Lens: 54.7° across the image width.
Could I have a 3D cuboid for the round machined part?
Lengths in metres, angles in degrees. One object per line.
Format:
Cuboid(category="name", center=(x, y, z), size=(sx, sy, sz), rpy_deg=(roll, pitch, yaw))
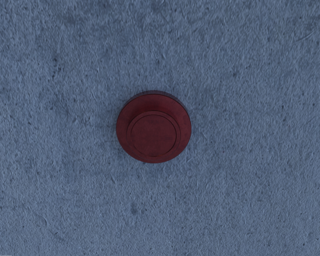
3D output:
Cuboid(category="round machined part", center=(-0.008, 0.003, 0.403), size=(0.099, 0.042, 0.097), rpy_deg=(0, 110, -1))
